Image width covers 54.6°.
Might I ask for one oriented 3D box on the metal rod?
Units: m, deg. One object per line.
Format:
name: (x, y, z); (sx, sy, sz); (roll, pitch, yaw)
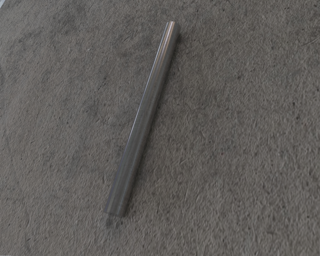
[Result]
metal rod: (-0.017, -0.028, 0.431); (0.025, 0.025, 0.300); (2, 62, 29)
